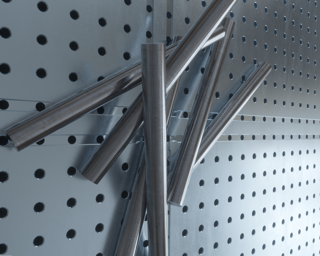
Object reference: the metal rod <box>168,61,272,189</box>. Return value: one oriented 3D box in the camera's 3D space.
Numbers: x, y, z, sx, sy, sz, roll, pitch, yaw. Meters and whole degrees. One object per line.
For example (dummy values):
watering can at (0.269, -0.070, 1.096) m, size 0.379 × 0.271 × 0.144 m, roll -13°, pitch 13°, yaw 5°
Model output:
metal rod at (0.103, -0.016, 0.493) m, size 0.301 × 0.025 × 0.025 m, roll -47°, pitch 118°, yaw -30°

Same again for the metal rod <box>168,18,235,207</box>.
metal rod at (0.062, -0.037, 0.442) m, size 0.025 × 0.025 × 0.300 m, roll 35°, pitch 63°, yaw -34°

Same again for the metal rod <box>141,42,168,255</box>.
metal rod at (-0.004, 0.056, 0.360) m, size 0.025 × 0.025 × 0.298 m, roll -17°, pitch 115°, yaw -39°

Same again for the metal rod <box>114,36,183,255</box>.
metal rod at (-0.008, 0.020, 0.401) m, size 0.025 × 0.025 × 0.299 m, roll 24°, pitch 75°, yaw -38°

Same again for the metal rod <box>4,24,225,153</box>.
metal rod at (-0.030, -0.062, 0.362) m, size 0.302 × 0.025 × 0.025 m, roll -34°, pitch 111°, yaw -28°

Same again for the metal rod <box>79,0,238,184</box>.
metal rod at (0.010, -0.064, 0.362) m, size 0.025 × 0.025 × 0.300 m, roll 42°, pitch 81°, yaw -32°
